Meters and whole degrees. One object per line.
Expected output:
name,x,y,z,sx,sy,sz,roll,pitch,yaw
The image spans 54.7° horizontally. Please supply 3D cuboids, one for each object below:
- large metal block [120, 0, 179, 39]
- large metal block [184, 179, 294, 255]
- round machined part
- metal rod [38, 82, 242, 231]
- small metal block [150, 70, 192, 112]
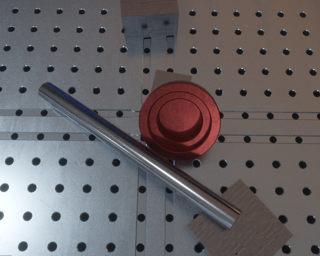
large metal block,-0.017,-0.185,0.466,0.081,0.050,0.080,-5,70,-2
large metal block,0.086,0.118,0.356,0.080,0.050,0.080,-38,75,-13
round machined part,0.025,-0.012,0.391,0.099,0.042,0.097,2,105,6
metal rod,-0.040,0.021,0.374,0.300,0.025,0.025,32,73,22
small metal block,0.014,-0.049,0.430,0.050,0.025,0.050,11,70,4
